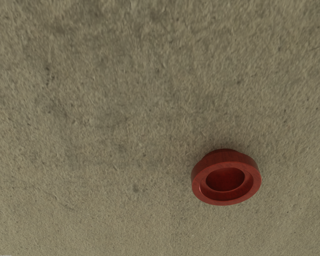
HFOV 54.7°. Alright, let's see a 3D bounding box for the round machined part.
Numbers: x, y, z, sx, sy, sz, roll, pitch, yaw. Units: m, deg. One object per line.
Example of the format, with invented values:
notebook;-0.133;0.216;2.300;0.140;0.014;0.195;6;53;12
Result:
round machined part;0.095;0.068;0.456;0.099;0.042;0.097;-1;130;0
